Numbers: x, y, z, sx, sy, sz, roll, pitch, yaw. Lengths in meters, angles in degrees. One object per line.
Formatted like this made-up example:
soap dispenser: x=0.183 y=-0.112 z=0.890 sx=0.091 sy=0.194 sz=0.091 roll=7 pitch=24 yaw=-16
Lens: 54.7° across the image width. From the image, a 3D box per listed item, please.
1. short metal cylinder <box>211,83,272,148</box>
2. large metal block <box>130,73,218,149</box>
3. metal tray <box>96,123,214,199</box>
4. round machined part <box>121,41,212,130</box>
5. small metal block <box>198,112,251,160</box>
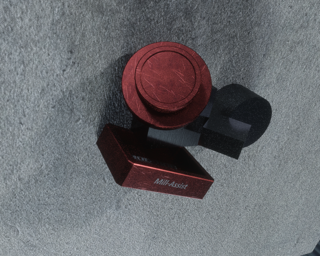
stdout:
short metal cylinder: x=0.110 y=-0.018 z=0.443 sx=0.081 sy=0.050 sz=0.079 roll=-14 pitch=124 yaw=-21
large metal block: x=0.015 y=-0.023 z=0.388 sx=0.081 sy=0.050 sz=0.079 roll=-2 pitch=119 yaw=-28
metal tray: x=-0.005 y=0.042 z=0.389 sx=0.131 sy=0.090 sz=0.030 roll=18 pitch=109 yaw=-35
round machined part: x=0.007 y=-0.049 z=0.334 sx=0.098 sy=0.098 sz=0.042 roll=-32 pitch=173 yaw=-8
small metal block: x=0.080 y=0.008 z=0.382 sx=0.050 sy=0.050 sz=0.025 roll=-44 pitch=151 yaw=-56
